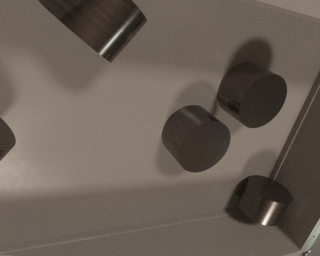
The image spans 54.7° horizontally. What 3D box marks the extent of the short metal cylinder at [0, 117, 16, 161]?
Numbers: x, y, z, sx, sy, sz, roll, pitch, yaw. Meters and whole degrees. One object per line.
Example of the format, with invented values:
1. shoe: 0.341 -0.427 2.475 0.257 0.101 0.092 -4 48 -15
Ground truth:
1. short metal cylinder: -0.183 0.010 0.280 0.050 0.080 0.080 -47 130 4

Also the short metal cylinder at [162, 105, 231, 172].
1. short metal cylinder: 0.050 0.015 0.431 0.081 0.050 0.079 -14 125 -21

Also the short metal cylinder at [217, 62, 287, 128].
1. short metal cylinder: 0.129 -0.047 0.437 0.081 0.050 0.079 -14 125 -21

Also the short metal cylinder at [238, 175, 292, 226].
1. short metal cylinder: 0.188 0.129 0.559 0.081 0.080 0.050 3 117 -31

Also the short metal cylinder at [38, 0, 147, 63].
1. short metal cylinder: -0.058 -0.104 0.277 0.050 0.080 0.080 -48 129 5
